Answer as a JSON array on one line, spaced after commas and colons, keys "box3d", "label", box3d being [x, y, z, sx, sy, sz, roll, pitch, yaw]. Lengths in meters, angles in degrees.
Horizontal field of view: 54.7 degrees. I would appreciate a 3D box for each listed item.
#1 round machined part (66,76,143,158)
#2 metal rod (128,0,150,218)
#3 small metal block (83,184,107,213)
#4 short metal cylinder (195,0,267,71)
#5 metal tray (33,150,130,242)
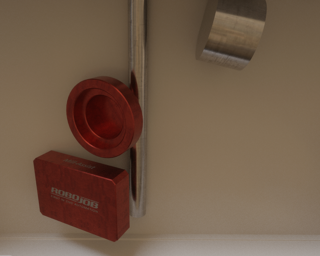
[{"box3d": [-0.063, -0.016, 0.382, 0.098, 0.042, 0.097, 9, 111, 25], "label": "round machined part"}, {"box3d": [-0.029, -0.015, 0.405, 0.025, 0.025, 0.298, 1, 110, -1], "label": "metal rod"}, {"box3d": [-0.081, 0.088, 0.426, 0.025, 0.050, 0.050, 16, 112, 24], "label": "small metal block"}, {"box3d": [0.075, -0.109, 0.343, 0.050, 0.080, 0.079, 13, 110, -5], "label": "short metal cylinder"}, {"box3d": [-0.104, 0.087, 0.410, 0.130, 0.030, 0.089, 11, 112, 24], "label": "metal tray"}]
